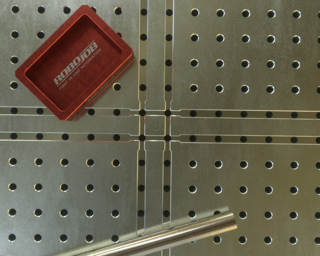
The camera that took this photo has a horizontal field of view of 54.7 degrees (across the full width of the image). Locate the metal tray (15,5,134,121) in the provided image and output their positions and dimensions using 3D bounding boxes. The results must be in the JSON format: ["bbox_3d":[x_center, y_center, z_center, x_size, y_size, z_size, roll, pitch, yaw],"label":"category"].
[{"bbox_3d":[-0.110,-0.083,0.409,0.090,0.030,0.130,45,90,-1],"label":"metal tray"}]

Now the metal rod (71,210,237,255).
[{"bbox_3d":[-0.046,0.164,0.412,0.302,0.025,0.025,-16,90,-1],"label":"metal rod"}]
